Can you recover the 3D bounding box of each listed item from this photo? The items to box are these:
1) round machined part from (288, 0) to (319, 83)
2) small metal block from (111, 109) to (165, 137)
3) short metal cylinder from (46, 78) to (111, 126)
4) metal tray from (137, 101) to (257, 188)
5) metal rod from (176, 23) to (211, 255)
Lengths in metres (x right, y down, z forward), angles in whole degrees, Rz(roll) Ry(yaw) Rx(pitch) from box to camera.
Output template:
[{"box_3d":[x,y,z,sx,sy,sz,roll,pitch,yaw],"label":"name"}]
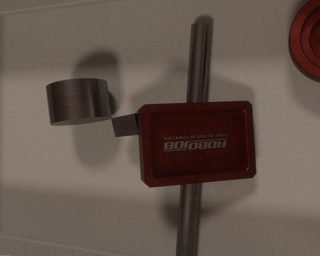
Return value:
[{"box_3d":[0.191,-0.095,0.334,0.098,0.042,0.097,0,90,19],"label":"round machined part"},{"box_3d":[-0.025,-0.007,0.394,0.050,0.050,0.025,-7,96,49],"label":"small metal block"},{"box_3d":[-0.109,-0.033,0.418,0.080,0.080,0.050,-9,87,19],"label":"short metal cylinder"},{"box_3d":[0.043,0.016,0.358,0.131,0.030,0.089,-3,89,-12],"label":"metal tray"},{"box_3d":[0.042,0.020,0.394,0.025,0.025,0.298,4,91,19],"label":"metal rod"}]
